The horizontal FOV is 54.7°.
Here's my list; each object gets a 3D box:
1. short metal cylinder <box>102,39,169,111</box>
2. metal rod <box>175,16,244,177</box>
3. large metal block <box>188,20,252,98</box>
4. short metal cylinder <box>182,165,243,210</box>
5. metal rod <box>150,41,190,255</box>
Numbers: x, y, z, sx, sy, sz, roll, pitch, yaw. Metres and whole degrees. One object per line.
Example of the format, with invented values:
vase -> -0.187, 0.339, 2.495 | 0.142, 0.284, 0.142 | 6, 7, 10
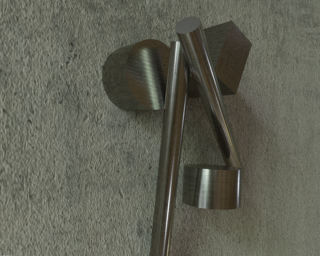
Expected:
short metal cylinder -> -0.021, -0.061, 0.370 | 0.081, 0.050, 0.079 | 0, 90, -40
metal rod -> 0.077, -0.011, 0.402 | 0.025, 0.025, 0.299 | -59, 144, -23
large metal block -> 0.069, -0.090, 0.426 | 0.050, 0.080, 0.080 | 33, 69, -35
short metal cylinder -> 0.072, 0.079, 0.430 | 0.081, 0.080, 0.050 | 4, 87, -40
metal rod -> 0.010, 0.051, 0.371 | 0.025, 0.025, 0.298 | -5, 107, -40
